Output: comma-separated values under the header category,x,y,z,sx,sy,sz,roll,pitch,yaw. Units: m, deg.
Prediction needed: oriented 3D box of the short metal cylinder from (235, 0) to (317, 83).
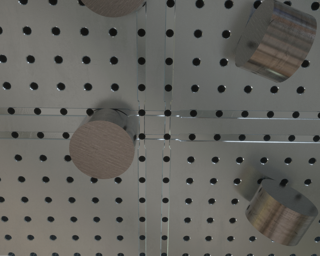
category,x,y,z,sx,sy,sz,roll,pitch,yaw
short metal cylinder,0.127,-0.098,0.350,0.050,0.080,0.079,20,109,-8

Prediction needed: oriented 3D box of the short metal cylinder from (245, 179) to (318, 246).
category,x,y,z,sx,sy,sz,roll,pitch,yaw
short metal cylinder,0.167,0.115,0.429,0.080,0.080,0.050,20,109,-8

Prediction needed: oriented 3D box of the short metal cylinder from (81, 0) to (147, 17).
category,x,y,z,sx,sy,sz,roll,pitch,yaw
short metal cylinder,-0.050,-0.164,0.339,0.081,0.050,0.079,0,110,-1

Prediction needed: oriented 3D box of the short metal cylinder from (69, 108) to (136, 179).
category,x,y,z,sx,sy,sz,roll,pitch,yaw
short metal cylinder,-0.072,0.020,0.406,0.081,0.050,0.079,0,110,-1
